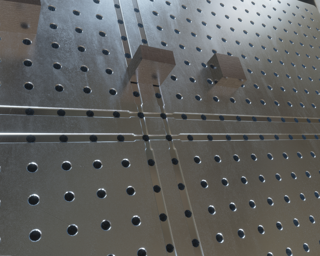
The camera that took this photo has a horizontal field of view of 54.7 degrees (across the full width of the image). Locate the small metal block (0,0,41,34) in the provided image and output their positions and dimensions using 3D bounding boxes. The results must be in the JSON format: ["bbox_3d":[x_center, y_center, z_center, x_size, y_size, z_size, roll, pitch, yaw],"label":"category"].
[{"bbox_3d":[-0.179,-0.146,0.385,0.050,0.050,0.025,-4,64,-30],"label":"small metal block"}]

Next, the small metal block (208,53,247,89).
[{"bbox_3d":[0.115,-0.098,0.533,0.050,0.025,0.050,3,60,-27],"label":"small metal block"}]

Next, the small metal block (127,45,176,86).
[{"bbox_3d":[-0.013,-0.088,0.440,0.050,0.050,0.025,4,60,-27],"label":"small metal block"}]
